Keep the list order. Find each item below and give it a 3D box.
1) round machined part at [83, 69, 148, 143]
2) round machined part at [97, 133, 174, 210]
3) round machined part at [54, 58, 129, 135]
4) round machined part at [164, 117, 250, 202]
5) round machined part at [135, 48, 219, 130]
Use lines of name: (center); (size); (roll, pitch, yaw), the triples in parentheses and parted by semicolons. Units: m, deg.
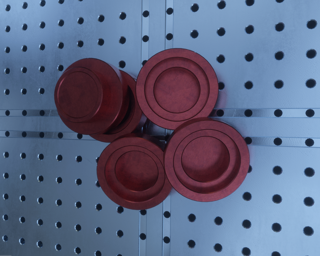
round machined part: (-0.060, -0.030, 0.423); (0.098, 0.042, 0.097); (0, 90, 19)
round machined part: (-0.028, 0.053, 0.403); (0.098, 0.042, 0.097); (2, 104, 9)
round machined part: (-0.092, -0.040, 0.390); (0.098, 0.042, 0.097); (0, 90, 19)
round machined part: (0.053, 0.035, 0.372); (0.099, 0.042, 0.097); (0, 100, -2)
round machined part: (0.021, -0.046, 0.386); (0.099, 0.042, 0.097); (0, 91, 3)
